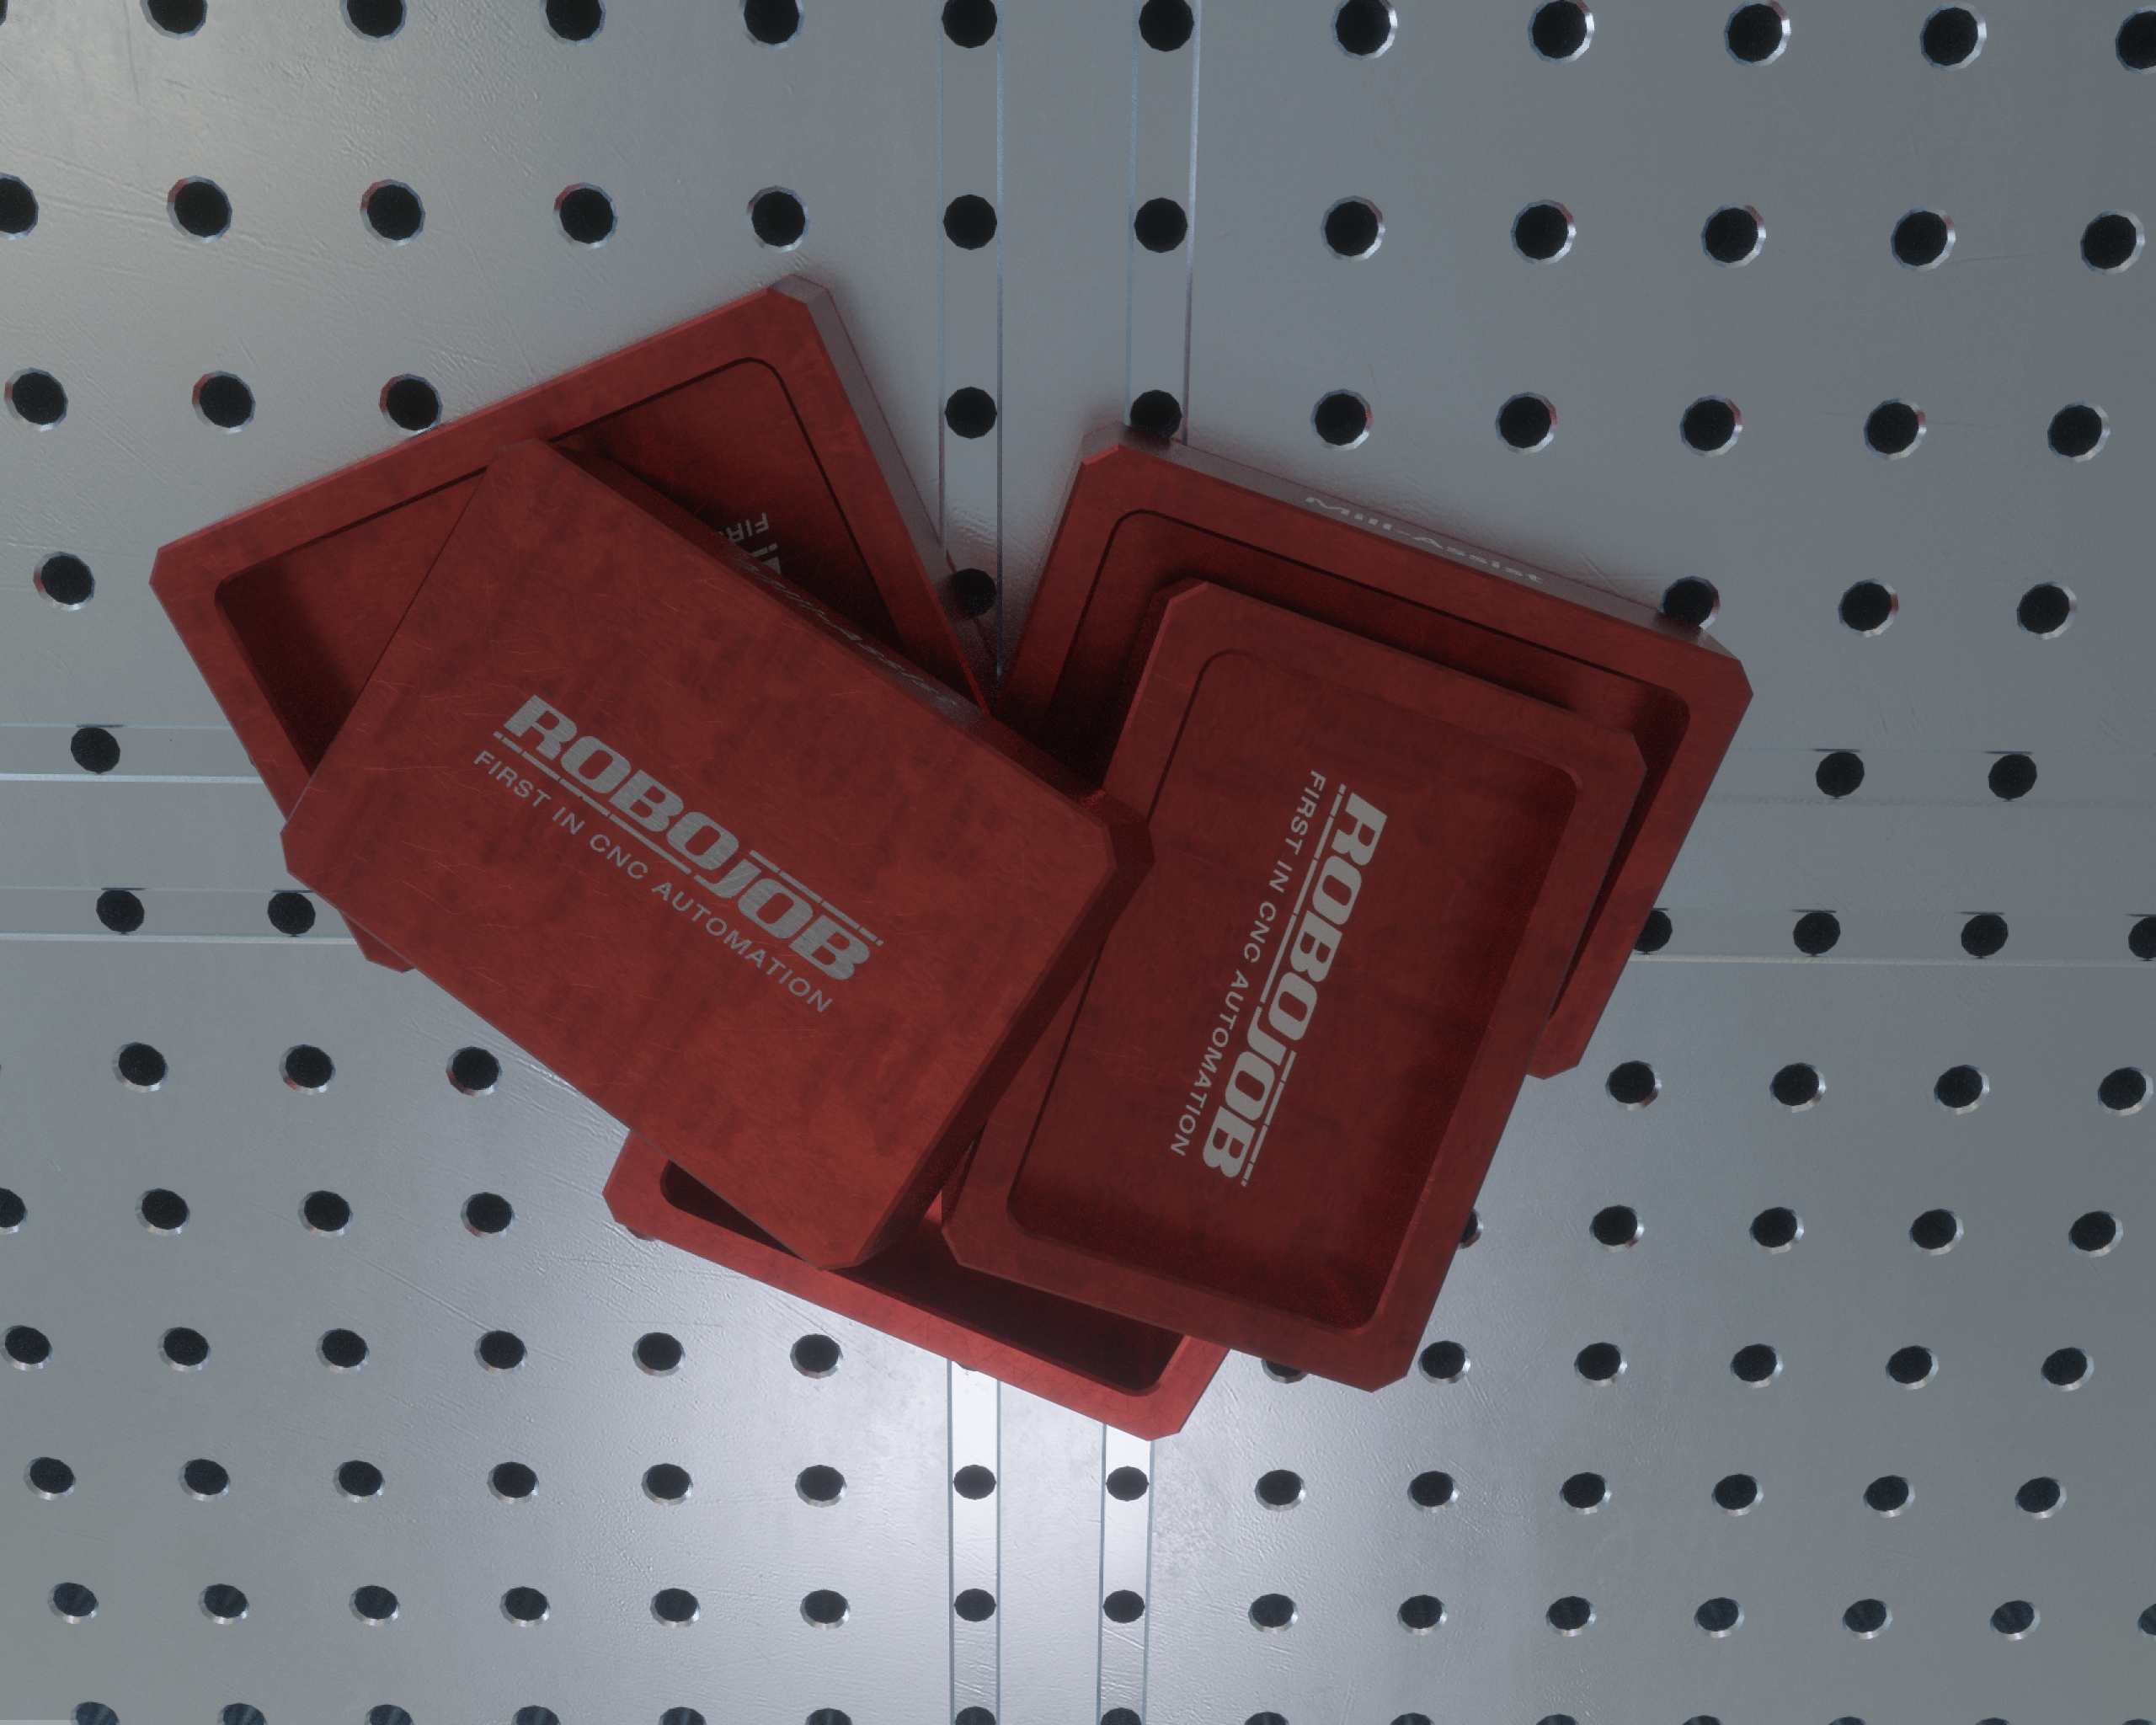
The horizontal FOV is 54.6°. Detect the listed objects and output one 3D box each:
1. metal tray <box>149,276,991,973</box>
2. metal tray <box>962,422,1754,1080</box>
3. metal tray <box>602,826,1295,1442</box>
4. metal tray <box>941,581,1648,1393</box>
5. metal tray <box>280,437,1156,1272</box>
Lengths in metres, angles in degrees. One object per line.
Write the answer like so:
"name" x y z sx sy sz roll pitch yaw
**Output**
"metal tray" -0.092 -0.044 0.394 0.130 0.030 0.090 -21 109 8
"metal tray" 0.049 -0.020 0.402 0.131 0.030 0.089 18 109 -6
"metal tray" -0.019 0.055 0.431 0.131 0.030 0.090 25 108 -9
"metal tray" 0.037 0.022 0.386 0.090 0.030 0.129 19 97 -7
"metal tray" -0.064 -0.003 0.366 0.130 0.030 0.090 34 100 11
